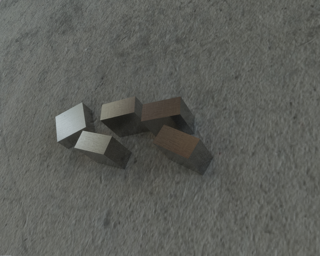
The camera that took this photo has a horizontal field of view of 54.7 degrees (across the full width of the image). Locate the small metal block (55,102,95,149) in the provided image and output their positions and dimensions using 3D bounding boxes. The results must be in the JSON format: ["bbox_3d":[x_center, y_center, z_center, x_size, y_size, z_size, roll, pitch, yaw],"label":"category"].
[{"bbox_3d":[-0.129,-0.004,0.472,0.050,0.025,0.050,-27,53,11],"label":"small metal block"}]

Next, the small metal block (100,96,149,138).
[{"bbox_3d":[-0.044,-0.014,0.418,0.050,0.050,0.025,-12,57,21],"label":"small metal block"}]

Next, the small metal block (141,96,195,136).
[{"bbox_3d":[0.011,-0.011,0.388,0.050,0.050,0.025,-10,58,22],"label":"small metal block"}]

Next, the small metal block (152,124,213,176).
[{"bbox_3d":[0.027,0.026,0.357,0.050,0.050,0.025,22,74,36],"label":"small metal block"}]

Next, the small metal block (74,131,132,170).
[{"bbox_3d":[-0.074,0.029,0.407,0.050,0.050,0.025,9,66,31],"label":"small metal block"}]
